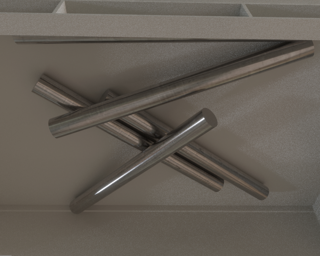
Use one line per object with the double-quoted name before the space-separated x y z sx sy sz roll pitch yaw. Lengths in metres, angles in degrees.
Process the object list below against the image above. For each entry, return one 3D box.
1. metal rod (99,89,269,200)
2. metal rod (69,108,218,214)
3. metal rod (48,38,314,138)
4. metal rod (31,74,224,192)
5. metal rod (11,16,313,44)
"metal rod" 0.049 0.034 0.438 0.301 0.025 0.025 31 123 -24
"metal rod" -0.042 0.060 0.432 0.025 0.025 0.299 34 130 -26
"metal rod" 0.018 -0.044 0.350 0.301 0.025 0.025 -17 129 6
"metal rod" -0.026 0.018 0.423 0.301 0.025 0.025 31 123 -24
"metal rod" 0.003 -0.101 0.322 0.302 0.025 0.025 -1 130 0
